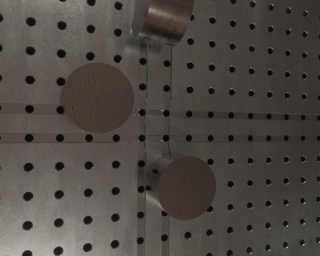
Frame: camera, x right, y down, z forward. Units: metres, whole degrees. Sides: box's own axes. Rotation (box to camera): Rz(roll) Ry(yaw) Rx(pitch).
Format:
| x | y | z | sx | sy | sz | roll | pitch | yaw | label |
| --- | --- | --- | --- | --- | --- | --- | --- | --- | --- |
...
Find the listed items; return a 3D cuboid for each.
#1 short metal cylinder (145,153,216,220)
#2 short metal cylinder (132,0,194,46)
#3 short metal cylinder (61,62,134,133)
| x | y | z | sx | sy | sz | roll | pitch | yaw | label |
| --- | --- | --- | --- | --- | --- | --- | --- | --- | --- |
| 0.026 | 0.075 | 0.410 | 0.081 | 0.050 | 0.079 | 0 | 90 | -21 | short metal cylinder |
| 0.002 | -0.147 | 0.385 | 0.050 | 0.080 | 0.080 | 9 | 87 | -20 | short metal cylinder |
| -0.077 | -0.034 | 0.372 | 0.081 | 0.050 | 0.079 | 0 | 90 | -21 | short metal cylinder |
